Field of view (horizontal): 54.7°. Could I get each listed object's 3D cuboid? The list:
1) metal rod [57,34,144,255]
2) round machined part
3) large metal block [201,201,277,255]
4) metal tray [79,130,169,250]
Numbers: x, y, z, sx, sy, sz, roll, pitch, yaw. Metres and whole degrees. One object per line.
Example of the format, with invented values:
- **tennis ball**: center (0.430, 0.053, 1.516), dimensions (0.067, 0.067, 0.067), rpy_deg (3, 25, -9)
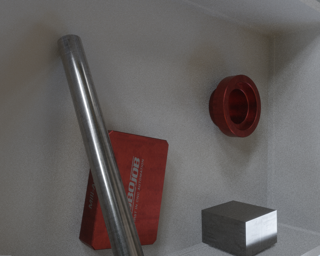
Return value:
- **metal rod**: center (-0.050, 0.044, 0.289), dimensions (0.025, 0.025, 0.299), rpy_deg (-5, 69, -40)
- **round machined part**: center (0.116, -0.034, 0.496), dimensions (0.099, 0.042, 0.097), rpy_deg (0, 90, -40)
- **large metal block**: center (0.122, 0.151, 0.476), dimensions (0.081, 0.080, 0.050), rpy_deg (-2, 92, -40)
- **metal tray**: center (-0.040, 0.073, 0.372), dimensions (0.091, 0.030, 0.129), rpy_deg (13, 82, -40)
